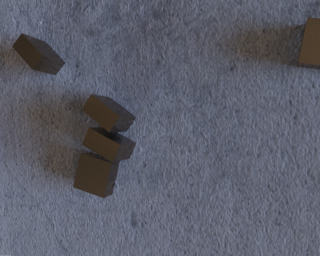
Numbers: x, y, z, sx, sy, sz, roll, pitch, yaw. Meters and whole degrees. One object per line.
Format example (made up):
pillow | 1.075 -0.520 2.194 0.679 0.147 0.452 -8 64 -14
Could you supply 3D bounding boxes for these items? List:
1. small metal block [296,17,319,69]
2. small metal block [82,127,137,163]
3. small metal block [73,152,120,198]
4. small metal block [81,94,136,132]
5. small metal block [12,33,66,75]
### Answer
small metal block | 0.185 -0.092 0.344 0.050 0.025 0.050 12 94 19
small metal block | -0.067 0.021 0.418 0.050 0.050 0.025 27 99 17
small metal block | -0.090 0.066 0.439 0.050 0.025 0.050 15 95 19
small metal block | -0.068 -0.019 0.419 0.050 0.050 0.025 38 102 16
small metal block | -0.178 -0.108 0.457 0.050 0.050 0.025 46 104 14
